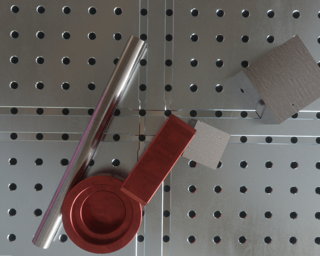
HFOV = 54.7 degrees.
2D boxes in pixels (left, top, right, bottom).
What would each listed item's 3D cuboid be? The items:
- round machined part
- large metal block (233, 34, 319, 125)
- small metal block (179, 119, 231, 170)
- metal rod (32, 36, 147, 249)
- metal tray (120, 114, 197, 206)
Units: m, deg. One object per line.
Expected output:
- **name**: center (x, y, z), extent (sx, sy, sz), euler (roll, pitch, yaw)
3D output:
- **round machined part**: center (-0.072, 0.107, 0.403), extent (0.099, 0.042, 0.097), euler (0, 91, -2)
- **large metal block**: center (0.157, -0.060, 0.403), extent (0.080, 0.050, 0.080), euler (-34, 90, 0)
- **small metal block**: center (0.057, 0.021, 0.409), extent (0.050, 0.025, 0.050), euler (24, 90, -15)
- **metal rod**: center (-0.093, 0.018, 0.412), extent (0.025, 0.025, 0.299), euler (26, 90, -1)
- **metal tray**: center (-0.002, 0.031, 0.361), extent (0.030, 0.130, 0.090), euler (34, 90, 0)
